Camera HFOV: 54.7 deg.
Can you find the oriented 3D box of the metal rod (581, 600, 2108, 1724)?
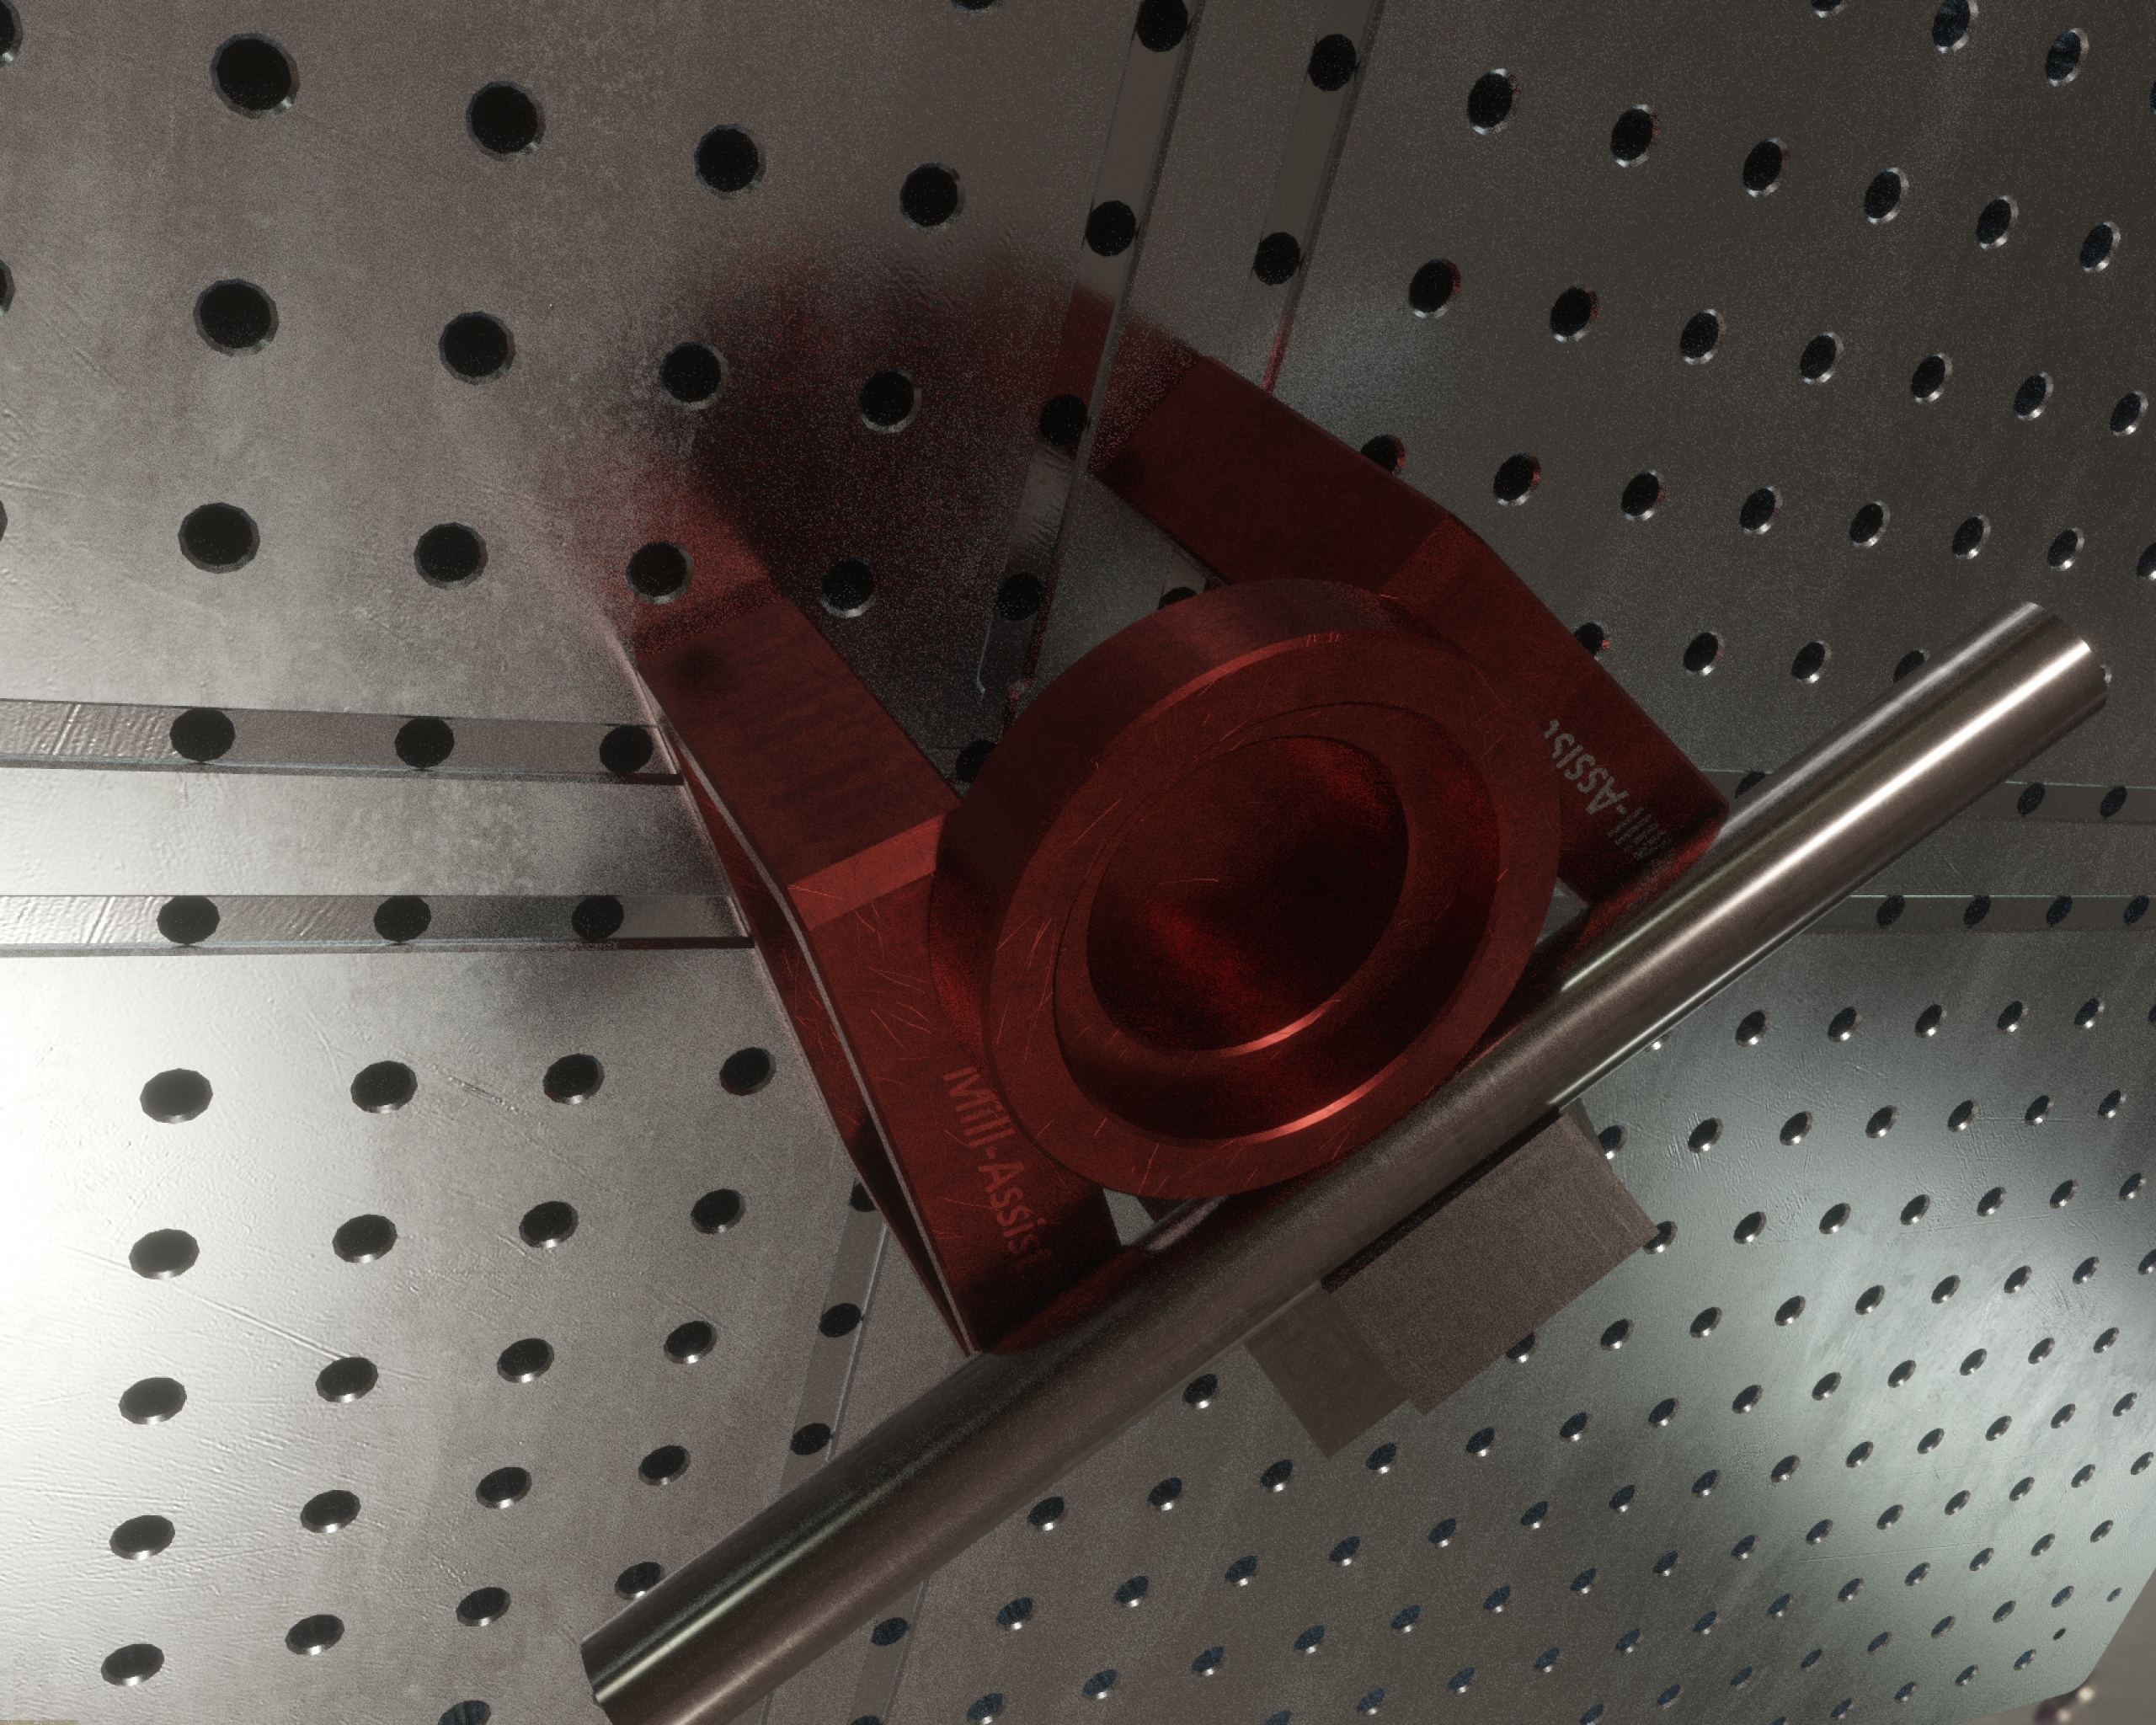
[{"bbox_3d":[0.049,0.050,0.354,0.301,0.025,0.025,-35,129,-5],"label":"metal rod"}]

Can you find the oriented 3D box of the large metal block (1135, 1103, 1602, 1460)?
[{"bbox_3d":[0.056,0.063,0.443,0.080,0.080,0.050,-36,129,-5],"label":"large metal block"}]

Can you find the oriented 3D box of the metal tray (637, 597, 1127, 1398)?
[{"bbox_3d":[-0.031,0.028,0.370,0.030,0.090,0.129,-26,128,-12],"label":"metal tray"}]

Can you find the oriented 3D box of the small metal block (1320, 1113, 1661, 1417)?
[{"bbox_3d":[0.070,0.069,0.372,0.050,0.050,0.025,-37,85,-4],"label":"small metal block"}]

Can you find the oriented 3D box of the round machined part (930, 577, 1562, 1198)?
[{"bbox_3d":[0.023,0.001,0.325,0.099,0.042,0.097,-14,125,-21],"label":"round machined part"}]

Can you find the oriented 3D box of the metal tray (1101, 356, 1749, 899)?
[{"bbox_3d":[0.071,-0.032,0.389,0.030,0.090,0.130,-49,129,7],"label":"metal tray"}]
